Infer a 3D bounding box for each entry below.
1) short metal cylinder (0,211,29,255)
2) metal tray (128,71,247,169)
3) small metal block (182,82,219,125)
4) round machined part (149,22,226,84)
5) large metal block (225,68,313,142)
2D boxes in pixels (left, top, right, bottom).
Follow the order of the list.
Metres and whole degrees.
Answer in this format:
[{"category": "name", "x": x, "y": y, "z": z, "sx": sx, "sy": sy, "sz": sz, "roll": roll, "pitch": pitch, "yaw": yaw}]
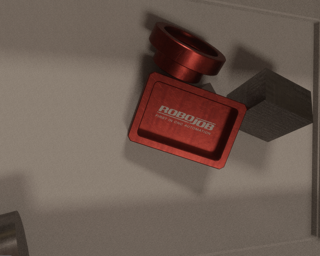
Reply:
[{"category": "short metal cylinder", "x": -0.168, "y": 0.132, "z": 0.320, "sx": 0.050, "sy": 0.080, "sz": 0.079, "roll": -12, "pitch": 94, "yaw": -20}, {"category": "metal tray", "x": 0.034, "y": -0.009, "z": 0.398, "sx": 0.131, "sy": 0.030, "sz": 0.089, "roll": 19, "pitch": 97, "yaw": -9}, {"category": "small metal block", "x": 0.057, "y": -0.028, "z": 0.433, "sx": 0.050, "sy": 0.025, "sz": 0.050, "roll": -34, "pitch": 102, "yaw": -17}, {"category": "round machined part", "x": 0.030, "y": -0.092, "z": 0.394, "sx": 0.099, "sy": 0.098, "sz": 0.042, "roll": 19, "pitch": 118, "yaw": -19}, {"category": "large metal block", "x": 0.149, "y": -0.028, "z": 0.431, "sx": 0.080, "sy": 0.080, "sz": 0.050, "roll": 22, "pitch": 60, "yaw": -19}]
